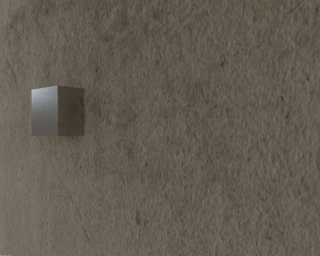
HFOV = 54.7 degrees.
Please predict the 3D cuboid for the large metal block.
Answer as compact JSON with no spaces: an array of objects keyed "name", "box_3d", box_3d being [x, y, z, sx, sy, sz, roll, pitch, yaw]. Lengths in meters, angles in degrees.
[{"name":"large metal block","box_3d":[-0.175,-0.027,0.530,0.080,0.050,0.079,-1,90,39]}]
